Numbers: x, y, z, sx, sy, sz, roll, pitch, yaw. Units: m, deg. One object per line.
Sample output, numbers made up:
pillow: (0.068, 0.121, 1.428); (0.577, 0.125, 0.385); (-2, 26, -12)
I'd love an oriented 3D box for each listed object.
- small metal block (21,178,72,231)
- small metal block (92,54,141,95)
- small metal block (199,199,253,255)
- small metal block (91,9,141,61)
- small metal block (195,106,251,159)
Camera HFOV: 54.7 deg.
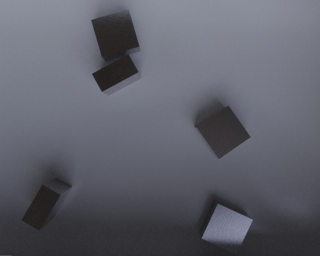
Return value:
small metal block: (-0.143, 0.096, 0.397); (0.025, 0.050, 0.050); (31, 90, 0)
small metal block: (-0.054, -0.066, 0.398); (0.050, 0.050, 0.025); (-29, 90, 0)
small metal block: (0.087, 0.131, 0.413); (0.050, 0.025, 0.050); (25, 90, -1)
small metal block: (-0.058, -0.122, 0.411); (0.050, 0.025, 0.050); (-16, 90, -1)
small metal block: (0.082, 0.006, 0.413); (0.050, 0.025, 0.050); (-35, 90, 0)
